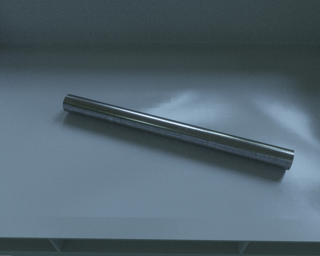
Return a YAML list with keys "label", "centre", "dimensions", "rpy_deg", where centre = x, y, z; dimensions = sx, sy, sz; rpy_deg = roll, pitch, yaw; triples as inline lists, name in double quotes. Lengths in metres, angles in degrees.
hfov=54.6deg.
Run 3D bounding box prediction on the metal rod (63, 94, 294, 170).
- label: "metal rod"
  centre: [0.014, 0.002, 0.402]
  dimensions: [0.301, 0.025, 0.025]
  rpy_deg: [15, 52, 12]
